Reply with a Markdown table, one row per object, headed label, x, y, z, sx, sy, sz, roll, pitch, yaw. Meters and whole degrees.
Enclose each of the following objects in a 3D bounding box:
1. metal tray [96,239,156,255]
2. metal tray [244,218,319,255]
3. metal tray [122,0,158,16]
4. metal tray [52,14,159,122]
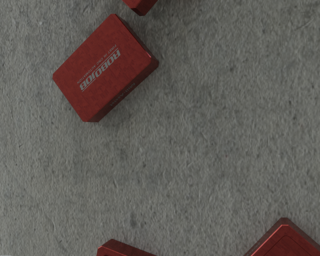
| label | x | y | z | sx | sy | sz | roll | pitch | yaw |
| --- | --- | --- | --- | --- | --- | --- | --- | --- | --- |
| metal tray | -0.050 | 0.230 | 0.422 | 0.090 | 0.030 | 0.129 | 13 | 94 | 19 |
| metal tray | 0.136 | 0.181 | 0.358 | 0.090 | 0.030 | 0.130 | 42 | 103 | 15 |
| metal tray | -0.040 | -0.217 | 0.386 | 0.090 | 0.030 | 0.130 | -46 | 76 | 14 |
| metal tray | -0.078 | -0.080 | 0.433 | 0.130 | 0.030 | 0.090 | -41 | 78 | 15 |
